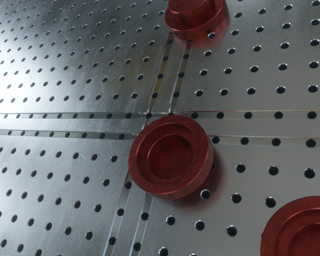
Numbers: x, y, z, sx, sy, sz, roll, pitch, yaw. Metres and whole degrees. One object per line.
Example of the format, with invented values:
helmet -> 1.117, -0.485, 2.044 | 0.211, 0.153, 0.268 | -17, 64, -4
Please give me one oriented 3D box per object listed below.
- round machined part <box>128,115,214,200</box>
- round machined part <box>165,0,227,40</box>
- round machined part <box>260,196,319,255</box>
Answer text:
round machined part -> 0.016, 0.037, 0.365 | 0.098, 0.042, 0.098 | -13, 56, 20
round machined part -> 0.052, -0.190, 0.485 | 0.098, 0.042, 0.098 | -13, 56, 20
round machined part -> 0.138, 0.110, 0.257 | 0.098, 0.042, 0.098 | -13, 56, 20
